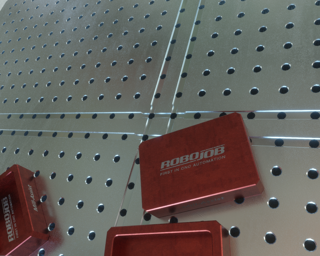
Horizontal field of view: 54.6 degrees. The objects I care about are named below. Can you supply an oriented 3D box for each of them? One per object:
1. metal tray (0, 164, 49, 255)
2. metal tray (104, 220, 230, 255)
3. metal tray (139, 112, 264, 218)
[{"bbox_3d":[-0.217,0.127,0.442,0.090,0.030,0.130,-38,51,2],"label":"metal tray"},{"bbox_3d":[0.004,0.146,0.313,0.130,0.030,0.090,-11,57,22],"label":"metal tray"},{"bbox_3d":[0.042,0.043,0.357,0.130,0.030,0.090,-18,54,17],"label":"metal tray"}]
